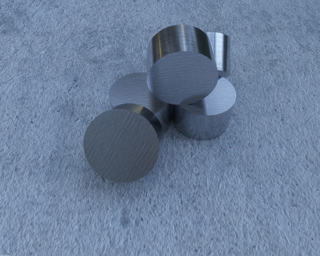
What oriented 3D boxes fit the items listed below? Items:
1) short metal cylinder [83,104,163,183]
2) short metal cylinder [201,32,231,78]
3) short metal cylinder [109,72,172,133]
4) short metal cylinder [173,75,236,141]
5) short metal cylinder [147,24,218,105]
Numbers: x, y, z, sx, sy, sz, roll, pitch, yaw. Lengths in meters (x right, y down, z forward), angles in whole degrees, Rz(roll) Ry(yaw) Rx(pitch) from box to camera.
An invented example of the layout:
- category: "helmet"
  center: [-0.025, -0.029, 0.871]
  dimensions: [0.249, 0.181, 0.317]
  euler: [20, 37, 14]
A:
- category: "short metal cylinder"
  center: [-0.038, 0.015, 0.347]
  dimensions: [0.080, 0.079, 0.050]
  euler: [6, 11, 4]
- category: "short metal cylinder"
  center: [0.060, -0.100, 0.445]
  dimensions: [0.081, 0.080, 0.050]
  euler: [0, 88, 0]
- category: "short metal cylinder"
  center: [-0.024, -0.029, 0.412]
  dimensions: [0.081, 0.050, 0.080]
  euler: [0, 50, 0]
- category: "short metal cylinder"
  center: [0.057, -0.030, 0.413]
  dimensions: [0.081, 0.050, 0.080]
  euler: [0, 50, 0]
- category: "short metal cylinder"
  center: [0.025, -0.073, 0.366]
  dimensions: [0.081, 0.080, 0.050]
  euler: [-1, 50, -1]
